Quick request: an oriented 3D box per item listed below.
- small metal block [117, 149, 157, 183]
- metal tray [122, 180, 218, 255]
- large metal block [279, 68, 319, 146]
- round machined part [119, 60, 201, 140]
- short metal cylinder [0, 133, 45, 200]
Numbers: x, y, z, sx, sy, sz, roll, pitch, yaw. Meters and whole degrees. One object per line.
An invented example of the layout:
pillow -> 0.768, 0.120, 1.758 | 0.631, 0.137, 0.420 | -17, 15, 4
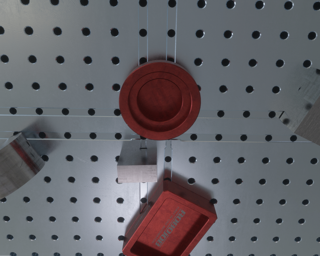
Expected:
small metal block -> -0.029, 0.050, 0.418 | 0.050, 0.050, 0.025 | -1, 110, 0
metal tray -> 0.013, 0.152, 0.466 | 0.090, 0.030, 0.129 | 29, 107, -11
large metal block -> 0.217, -0.019, 0.395 | 0.080, 0.050, 0.080 | 25, 108, -9
round machined part -> 0.000, -0.037, 0.391 | 0.099, 0.042, 0.097 | 0, 110, 0
short metal cylinder -> -0.199, 0.049, 0.400 | 0.080, 0.080, 0.050 | -28, 108, 10
